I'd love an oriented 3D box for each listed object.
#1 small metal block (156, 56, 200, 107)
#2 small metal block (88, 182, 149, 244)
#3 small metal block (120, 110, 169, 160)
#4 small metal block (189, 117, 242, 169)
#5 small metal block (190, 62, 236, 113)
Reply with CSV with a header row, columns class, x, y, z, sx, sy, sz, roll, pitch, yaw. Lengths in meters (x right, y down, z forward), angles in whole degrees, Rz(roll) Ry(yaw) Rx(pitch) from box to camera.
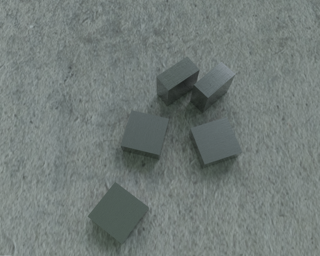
class,x,y,z,sx,sy,sz,roll,pitch,yaw
small metal block,0.023,-0.062,0.418,0.050,0.050,0.025,-35,74,-12
small metal block,-0.048,0.101,0.371,0.050,0.025,0.050,35,73,11
small metal block,-0.019,0.009,0.405,0.050,0.025,0.050,13,70,4
small metal block,0.071,0.019,0.402,0.050,0.025,0.050,-17,71,-7
small metal block,0.069,-0.053,0.415,0.050,0.050,0.025,-41,75,-14
